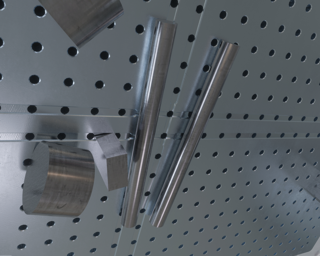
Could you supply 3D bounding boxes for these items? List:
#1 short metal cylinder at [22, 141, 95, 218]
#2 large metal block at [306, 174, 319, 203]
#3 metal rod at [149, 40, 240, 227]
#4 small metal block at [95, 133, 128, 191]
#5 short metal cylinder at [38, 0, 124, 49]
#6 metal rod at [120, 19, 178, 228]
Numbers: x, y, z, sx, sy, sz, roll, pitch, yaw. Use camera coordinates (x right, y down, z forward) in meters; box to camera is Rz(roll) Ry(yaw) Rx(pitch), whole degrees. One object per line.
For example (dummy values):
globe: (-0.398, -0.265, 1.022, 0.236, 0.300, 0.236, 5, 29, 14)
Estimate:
short metal cylinder: (-0.115, 0.058, 0.349, 0.050, 0.080, 0.080, 17, 110, -35)
large metal block: (0.383, 0.154, 0.681, 0.050, 0.080, 0.080, -48, 129, 6)
metal rod: (0.042, 0.022, 0.448, 0.025, 0.025, 0.298, 6, 115, -31)
small metal block: (-0.061, 0.042, 0.388, 0.025, 0.050, 0.050, -12, 124, -22)
short metal cylinder: (-0.076, -0.115, 0.263, 0.050, 0.080, 0.080, -39, 130, -2)
metal rod: (-0.020, 0.013, 0.408, 0.025, 0.025, 0.298, -3, 120, -27)
